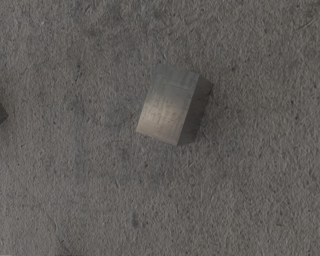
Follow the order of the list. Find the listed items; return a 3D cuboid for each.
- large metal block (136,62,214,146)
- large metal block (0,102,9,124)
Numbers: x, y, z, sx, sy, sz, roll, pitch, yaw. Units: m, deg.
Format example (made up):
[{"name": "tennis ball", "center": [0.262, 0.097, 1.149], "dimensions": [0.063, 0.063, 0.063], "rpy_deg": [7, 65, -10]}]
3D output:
[{"name": "large metal block", "center": [0.021, -0.026, 0.372], "dimensions": [0.050, 0.080, 0.080], "rpy_deg": [20, 97, 19]}, {"name": "large metal block", "center": [-0.311, -0.027, 0.506], "dimensions": [0.080, 0.050, 0.080], "rpy_deg": [-38, 78, 16]}]
